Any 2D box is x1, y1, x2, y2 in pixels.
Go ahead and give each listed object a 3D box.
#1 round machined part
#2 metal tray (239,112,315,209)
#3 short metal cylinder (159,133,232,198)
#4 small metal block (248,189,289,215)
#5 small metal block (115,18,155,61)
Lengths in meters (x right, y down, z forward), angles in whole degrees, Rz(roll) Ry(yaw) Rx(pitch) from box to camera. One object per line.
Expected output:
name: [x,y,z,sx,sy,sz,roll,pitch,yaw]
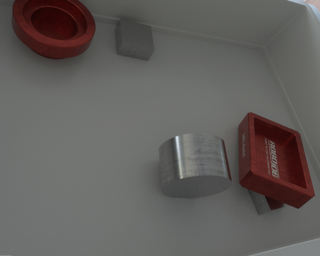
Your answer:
round machined part: [-0.137,-0.128,0.400,0.099,0.042,0.098,14,56,-21]
metal tray: [0.160,0.040,0.440,0.090,0.030,0.130,22,40,-5]
short metal cylinder: [0.040,0.047,0.365,0.081,0.080,0.050,9,58,-24]
small metal block: [0.154,0.090,0.436,0.050,0.025,0.050,-4,64,-30]
small metal block: [-0.039,-0.133,0.467,0.050,0.025,0.050,6,59,-25]
